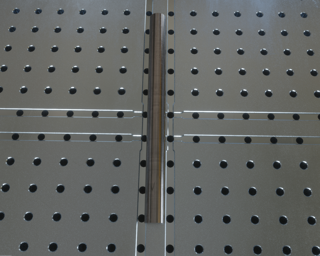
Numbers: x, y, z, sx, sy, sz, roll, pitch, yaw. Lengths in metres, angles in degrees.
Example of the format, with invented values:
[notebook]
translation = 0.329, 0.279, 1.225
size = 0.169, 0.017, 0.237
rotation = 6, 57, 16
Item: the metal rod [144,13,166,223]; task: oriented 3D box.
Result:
[metal rod]
translation = -0.005, -0.027, 0.422
size = 0.025, 0.025, 0.299
rotation = 1, 70, 0
